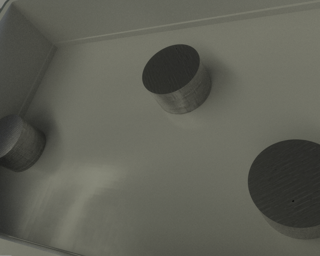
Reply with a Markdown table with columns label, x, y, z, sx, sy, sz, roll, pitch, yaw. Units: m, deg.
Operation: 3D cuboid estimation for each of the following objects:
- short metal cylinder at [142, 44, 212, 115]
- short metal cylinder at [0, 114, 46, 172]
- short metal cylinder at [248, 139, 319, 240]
| label | x | y | z | sx | sy | sz | roll | pitch | yaw |
| --- | --- | --- | --- | --- | --- | --- | --- | --- | --- |
| short metal cylinder | 0.023 | -0.065 | 0.417 | 0.080 | 0.050 | 0.080 | -13 | 56 | 21 |
| short metal cylinder | -0.233 | 0.025 | 0.497 | 0.080 | 0.050 | 0.080 | -13 | 56 | 21 |
| short metal cylinder | 0.128 | 0.057 | 0.288 | 0.080 | 0.050 | 0.080 | -13 | 56 | 21 |
